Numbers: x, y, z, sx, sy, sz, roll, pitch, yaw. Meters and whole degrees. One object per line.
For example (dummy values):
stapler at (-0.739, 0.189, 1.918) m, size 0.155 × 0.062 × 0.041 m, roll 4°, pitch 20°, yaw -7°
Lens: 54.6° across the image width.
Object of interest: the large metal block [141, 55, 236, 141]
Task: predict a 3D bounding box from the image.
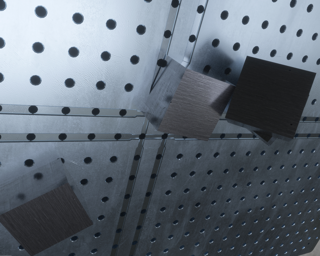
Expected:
large metal block at (0.035, -0.036, 0.392) m, size 0.081 × 0.050 × 0.080 m, roll 12°, pitch 112°, yaw -33°

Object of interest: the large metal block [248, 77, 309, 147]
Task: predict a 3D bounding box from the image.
large metal block at (0.163, -0.022, 0.448) m, size 0.080 × 0.050 × 0.080 m, roll -51°, pitch 159°, yaw 8°

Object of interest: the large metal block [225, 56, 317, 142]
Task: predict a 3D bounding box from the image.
large metal block at (0.135, -0.035, 0.387) m, size 0.050 × 0.080 × 0.080 m, roll 21°, pitch 89°, yaw -73°

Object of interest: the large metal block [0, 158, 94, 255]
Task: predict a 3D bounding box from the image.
large metal block at (-0.139, 0.096, 0.378) m, size 0.080 × 0.050 × 0.080 m, roll -25°, pitch 128°, yaw -13°
